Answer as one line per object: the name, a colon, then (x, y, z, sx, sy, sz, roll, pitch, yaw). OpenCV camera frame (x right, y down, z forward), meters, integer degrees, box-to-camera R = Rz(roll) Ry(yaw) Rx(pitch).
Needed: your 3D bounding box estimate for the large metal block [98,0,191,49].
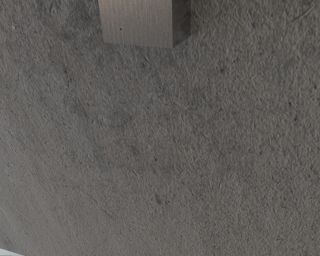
large metal block: (-0.015, -0.131, 0.318, 0.080, 0.050, 0.079, 11, 123, 22)
